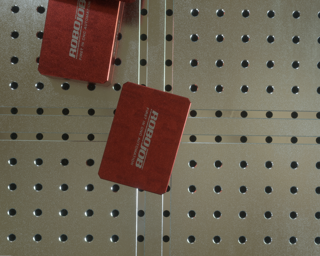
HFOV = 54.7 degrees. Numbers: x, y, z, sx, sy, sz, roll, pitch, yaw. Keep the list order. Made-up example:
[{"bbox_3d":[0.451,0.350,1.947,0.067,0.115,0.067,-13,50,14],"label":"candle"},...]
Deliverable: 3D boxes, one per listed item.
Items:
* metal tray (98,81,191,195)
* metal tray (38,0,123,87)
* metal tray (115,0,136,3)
[{"bbox_3d":[-0.020,0.013,0.411,0.091,0.030,0.129,16,90,-1],"label":"metal tray"},{"bbox_3d":[-0.102,-0.126,0.409,0.091,0.030,0.129,9,90,-1],"label":"metal tray"},{"bbox_3d":[-0.085,-0.210,0.388,0.131,0.030,0.090,12,62,1],"label":"metal tray"}]
